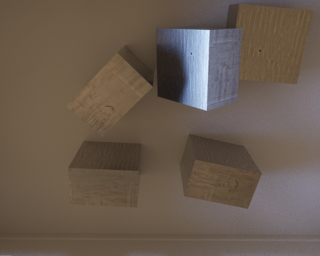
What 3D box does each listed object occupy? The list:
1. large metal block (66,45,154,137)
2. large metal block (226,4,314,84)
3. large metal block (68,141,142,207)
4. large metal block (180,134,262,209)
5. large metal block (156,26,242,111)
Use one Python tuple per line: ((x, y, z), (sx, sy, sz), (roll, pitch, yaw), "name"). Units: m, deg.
((-0.054, -0.047, 0.364), (0.080, 0.080, 0.050), (-43, 105, 14), "large metal block")
((0.120, -0.099, 0.363), (0.081, 0.050, 0.079), (4, 110, -2), "large metal block")
((-0.067, 0.057, 0.402), (0.081, 0.080, 0.050), (3, 110, -2), "large metal block")
((0.074, 0.053, 0.403), (0.081, 0.080, 0.050), (12, 110, -5), "large metal block")
((0.041, -0.071, 0.349), (0.050, 0.080, 0.079), (-17, 116, -36), "large metal block")
